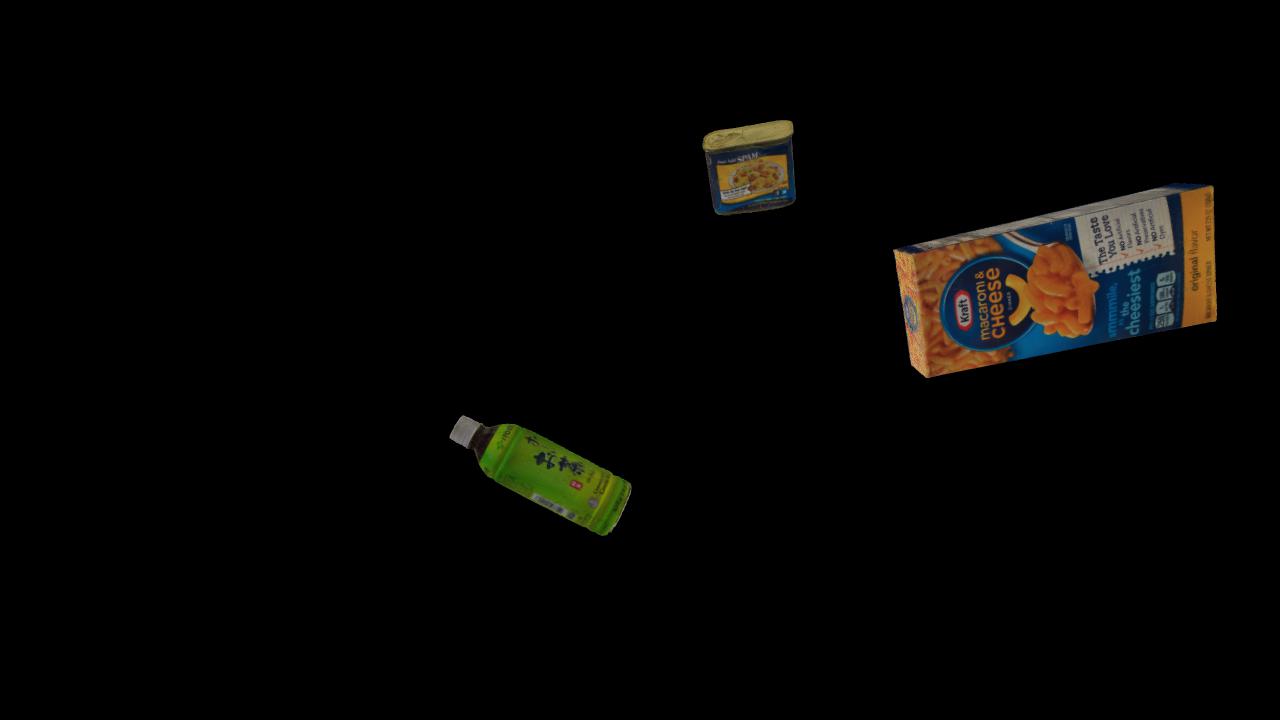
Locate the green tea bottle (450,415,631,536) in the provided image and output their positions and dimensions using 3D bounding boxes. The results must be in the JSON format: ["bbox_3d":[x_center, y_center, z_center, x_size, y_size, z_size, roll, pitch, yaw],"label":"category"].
[{"bbox_3d":[-0.116,0.126,0.704,0.212,0.073,0.073,27,-3,-6],"label":"green tea bottle"}]

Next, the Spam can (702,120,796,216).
[{"bbox_3d":[0.129,-0.221,0.714,0.101,0.085,0.058,-4,39,16],"label":"Spam can"}]

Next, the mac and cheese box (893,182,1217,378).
[{"bbox_3d":[0.279,-0.052,0.420,0.184,0.093,0.041,-13,16,9],"label":"mac and cheese box"}]
